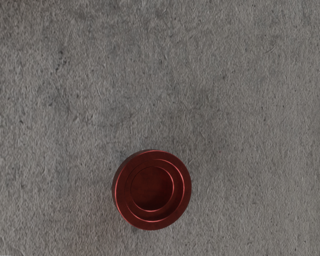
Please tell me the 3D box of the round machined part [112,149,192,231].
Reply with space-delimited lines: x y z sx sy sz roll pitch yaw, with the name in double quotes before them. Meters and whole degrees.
"round machined part" -0.013 0.076 0.395 0.099 0.042 0.097 0 90 -20
